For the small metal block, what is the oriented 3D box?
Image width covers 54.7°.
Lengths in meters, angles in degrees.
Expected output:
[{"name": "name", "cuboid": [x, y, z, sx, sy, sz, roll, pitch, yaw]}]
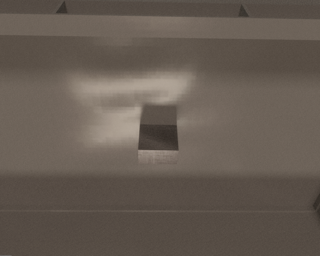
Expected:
[{"name": "small metal block", "cuboid": [-0.002, 0.021, 0.411, 0.050, 0.050, 0.025, 1, 130, -2]}]
